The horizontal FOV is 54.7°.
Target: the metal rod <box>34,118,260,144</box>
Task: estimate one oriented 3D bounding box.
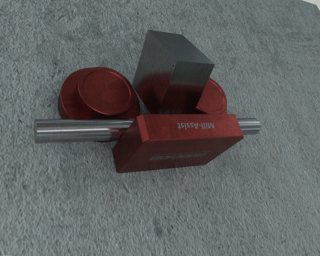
[{"bbox_3d":[0.007,0.000,0.384,0.303,0.025,0.025,-1,63,-29],"label":"metal rod"}]

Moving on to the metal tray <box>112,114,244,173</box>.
[{"bbox_3d":[0.020,0.019,0.364,0.131,0.090,0.030,-1,63,-29],"label":"metal tray"}]

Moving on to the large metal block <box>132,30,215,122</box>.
[{"bbox_3d":[0.012,-0.064,0.383,0.050,0.079,0.080,-2,39,-30],"label":"large metal block"}]

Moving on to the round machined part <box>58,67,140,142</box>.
[{"bbox_3d":[-0.070,-0.035,0.377,0.099,0.042,0.098,14,56,-21],"label":"round machined part"}]

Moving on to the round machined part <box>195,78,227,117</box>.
[{"bbox_3d":[0.057,-0.038,0.449,0.099,0.042,0.098,14,56,-21],"label":"round machined part"}]
